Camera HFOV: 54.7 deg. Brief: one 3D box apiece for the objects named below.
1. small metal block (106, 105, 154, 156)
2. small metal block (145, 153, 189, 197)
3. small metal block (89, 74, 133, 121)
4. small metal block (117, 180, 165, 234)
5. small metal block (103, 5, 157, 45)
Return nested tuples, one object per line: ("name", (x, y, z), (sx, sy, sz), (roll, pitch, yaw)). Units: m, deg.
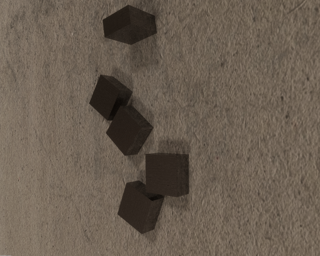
("small metal block", (-0.044, 0.003, 0.439), (0.050, 0.025, 0.050), (46, 117, 30))
("small metal block", (0.009, 0.058, 0.396), (0.050, 0.025, 0.050), (-1, 89, 39))
("small metal block", (-0.074, -0.045, 0.464), (0.050, 0.025, 0.050), (40, 114, 32))
("small metal block", (-0.027, 0.107, 0.425), (0.050, 0.025, 0.050), (27, 107, 36))
("small metal block", (-0.041, -0.138, 0.420), (0.050, 0.050, 0.025), (-12, 83, 39))
